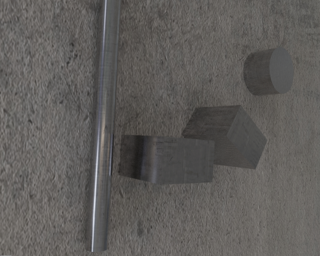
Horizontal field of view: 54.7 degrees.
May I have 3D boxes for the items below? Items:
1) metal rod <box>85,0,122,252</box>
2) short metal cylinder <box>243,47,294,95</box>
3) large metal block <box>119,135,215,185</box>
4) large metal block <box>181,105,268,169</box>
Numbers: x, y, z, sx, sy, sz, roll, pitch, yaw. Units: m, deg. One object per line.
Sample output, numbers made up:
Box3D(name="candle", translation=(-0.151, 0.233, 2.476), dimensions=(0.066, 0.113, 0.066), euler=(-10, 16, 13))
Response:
Box3D(name="metal rod", translation=(-0.063, -0.015, 0.351), dimensions=(0.025, 0.025, 0.298), euler=(5, 87, -40))
Box3D(name="short metal cylinder", translation=(0.193, -0.099, 0.550), dimensions=(0.081, 0.050, 0.080), euler=(0, 90, -40))
Box3D(name="large metal block", translation=(0.008, 0.036, 0.375), dimensions=(0.081, 0.080, 0.050), euler=(6, 86, -40))
Box3D(name="large metal block", translation=(0.093, 0.013, 0.447), dimensions=(0.080, 0.080, 0.050), euler=(44, 64, -31))
